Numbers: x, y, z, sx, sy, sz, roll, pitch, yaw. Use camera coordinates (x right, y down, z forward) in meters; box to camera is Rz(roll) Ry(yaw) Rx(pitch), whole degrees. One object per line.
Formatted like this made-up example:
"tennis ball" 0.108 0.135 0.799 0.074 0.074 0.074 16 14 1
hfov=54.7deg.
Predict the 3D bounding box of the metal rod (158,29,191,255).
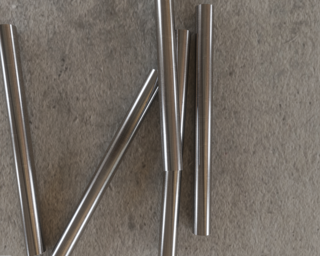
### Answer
"metal rod" 0.019 0.022 0.410 0.025 0.025 0.298 4 90 -1

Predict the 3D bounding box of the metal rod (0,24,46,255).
"metal rod" -0.183 0.016 0.407 0.025 0.025 0.298 -8 90 0

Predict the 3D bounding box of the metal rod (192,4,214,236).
"metal rod" 0.057 -0.011 0.410 0.025 0.025 0.298 1 90 -1

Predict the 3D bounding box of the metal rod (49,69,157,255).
"metal rod" -0.073 0.059 0.409 0.025 0.025 0.299 28 90 -1

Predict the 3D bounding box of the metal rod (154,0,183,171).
"metal rod" 0.008 -0.097 0.391 0.025 0.025 0.298 -3 83 -1
